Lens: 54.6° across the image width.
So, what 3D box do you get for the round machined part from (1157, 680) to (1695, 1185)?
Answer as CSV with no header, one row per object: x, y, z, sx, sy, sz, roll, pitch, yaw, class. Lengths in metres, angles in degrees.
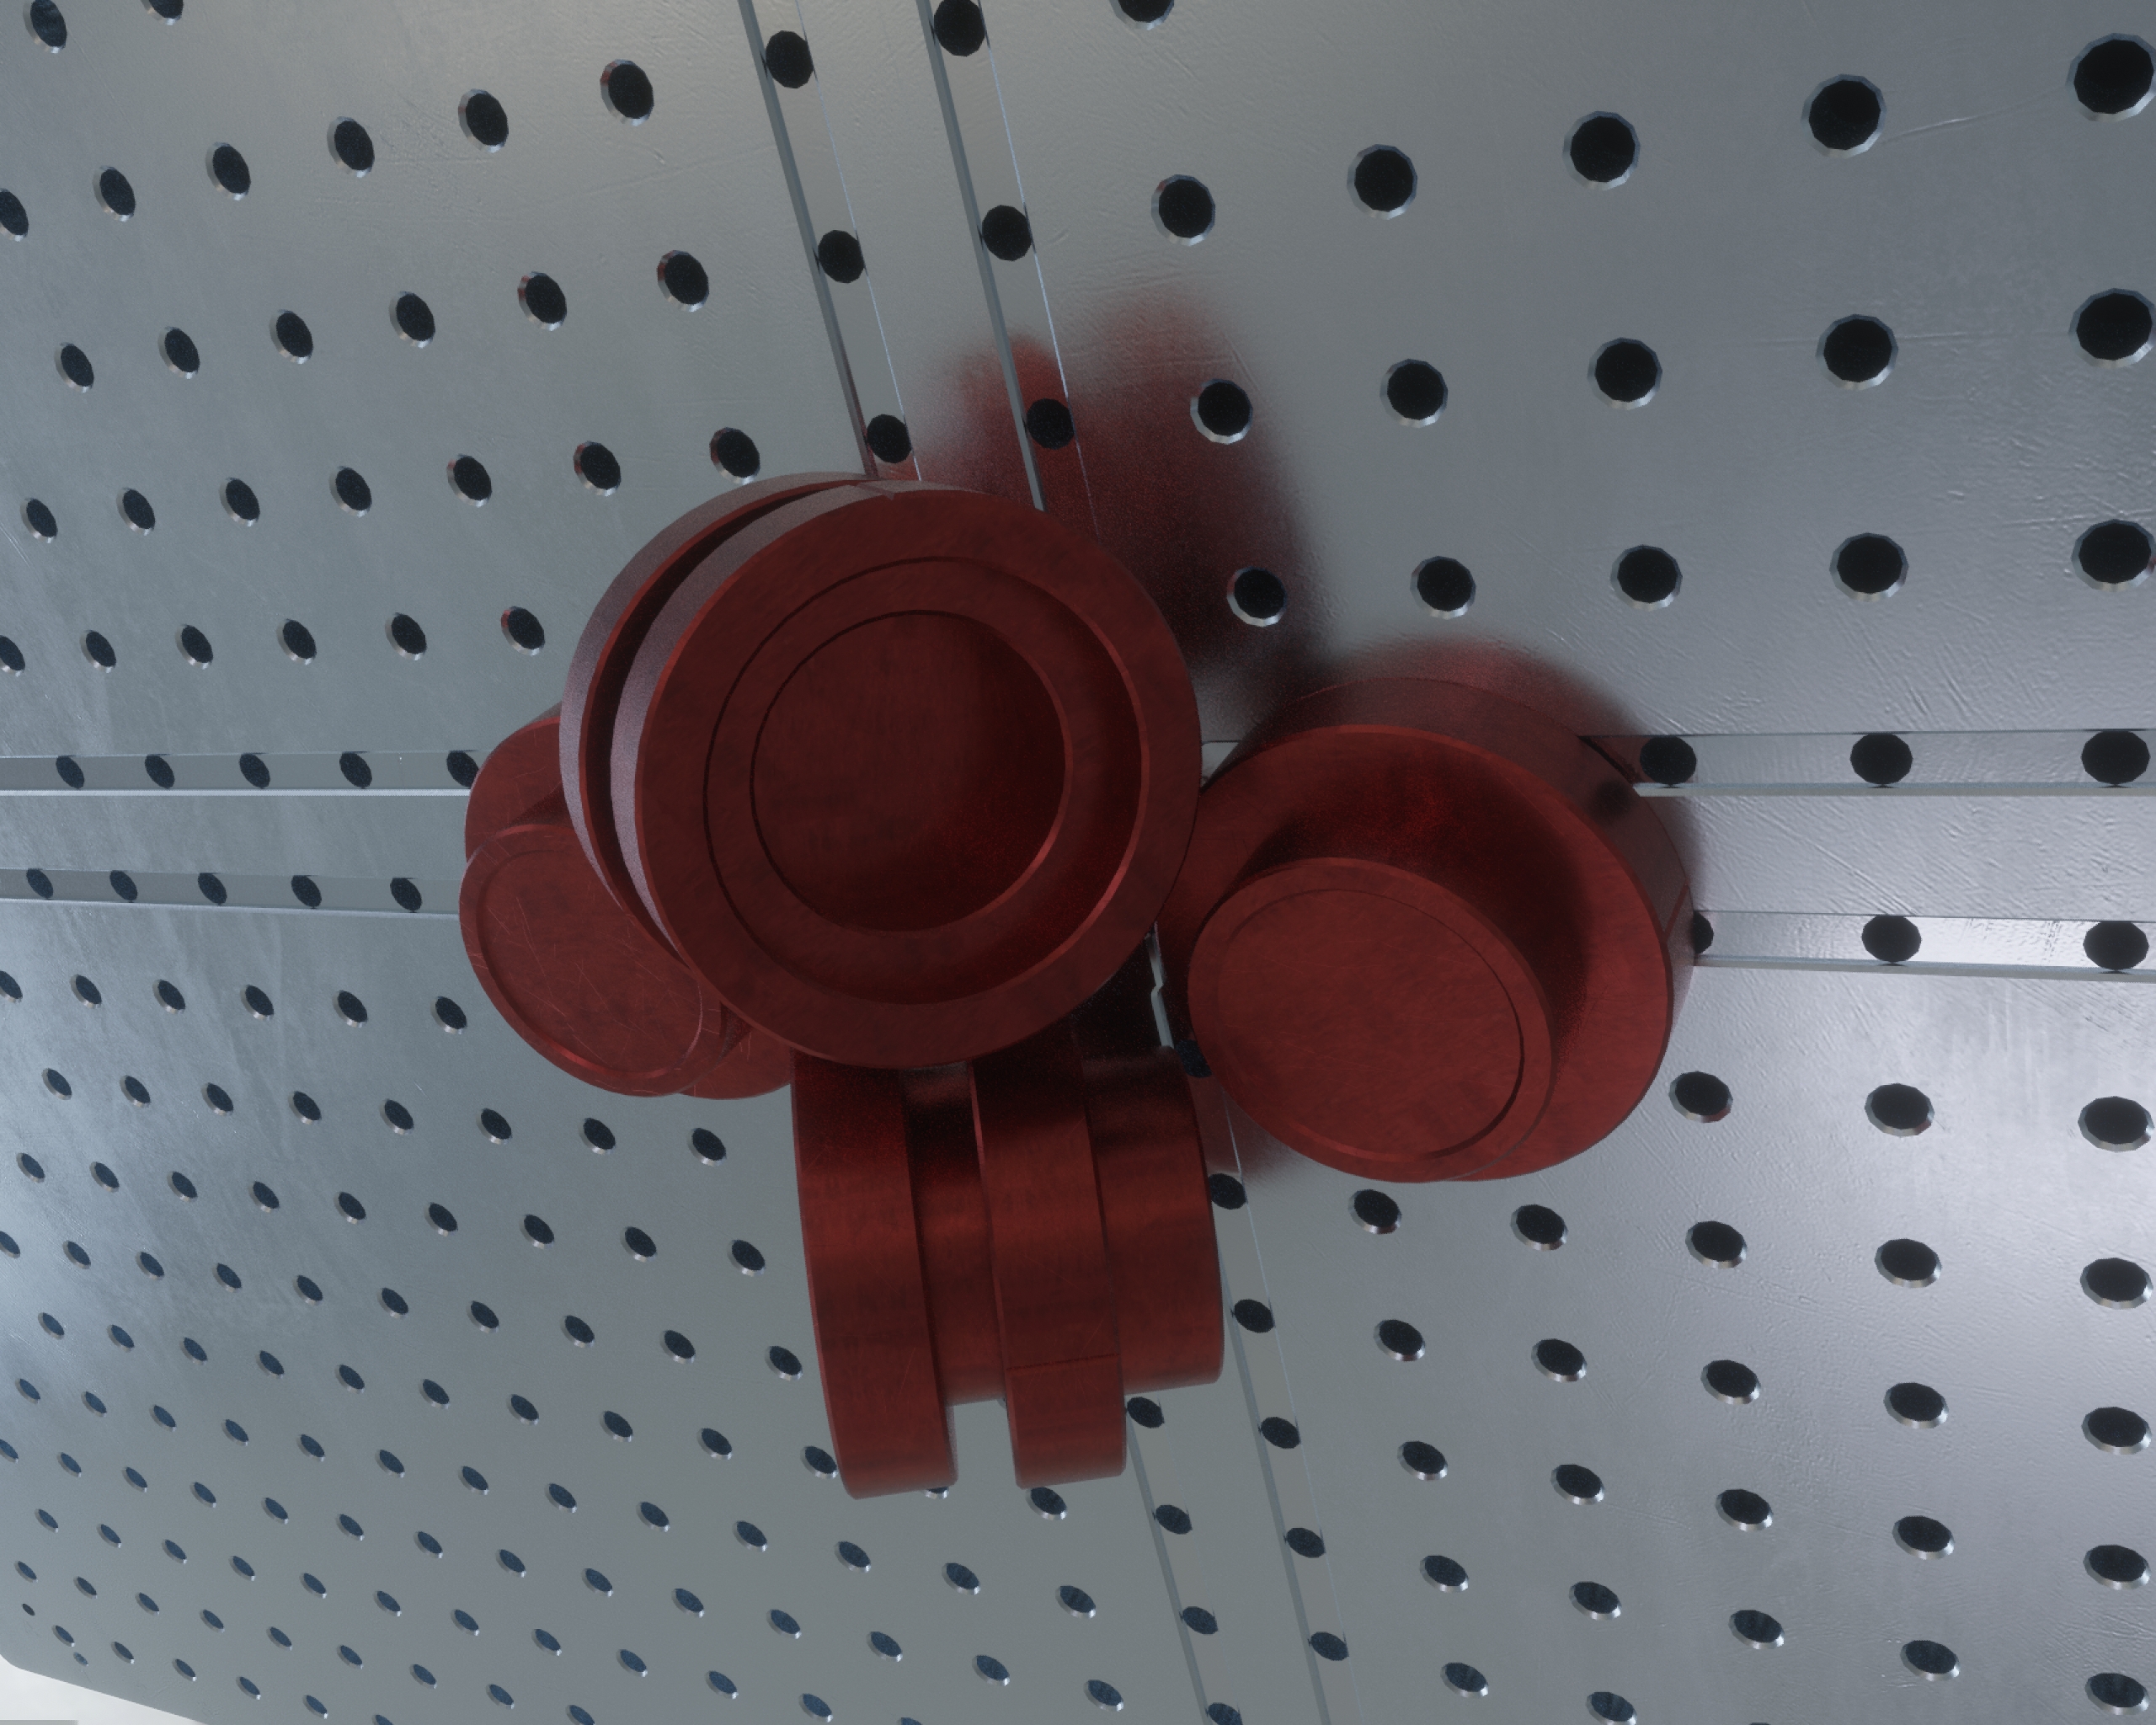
0.059,0.019,0.382,0.098,0.042,0.097,13,124,21,round machined part

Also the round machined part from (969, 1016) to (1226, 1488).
0.003,0.073,0.420,0.042,0.098,0.097,-7,120,-4,round machined part

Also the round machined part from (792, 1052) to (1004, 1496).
-0.030,0.075,0.421,0.042,0.098,0.097,-7,120,-4,round machined part

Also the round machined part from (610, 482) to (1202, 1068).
-0.032,-0.017,0.362,0.042,0.099,0.098,31,144,63,round machined part

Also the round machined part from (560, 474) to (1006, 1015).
-0.047,-0.024,0.390,0.042,0.099,0.098,31,144,63,round machined part

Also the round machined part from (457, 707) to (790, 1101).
-0.095,0.012,0.458,0.098,0.042,0.097,13,124,21,round machined part
